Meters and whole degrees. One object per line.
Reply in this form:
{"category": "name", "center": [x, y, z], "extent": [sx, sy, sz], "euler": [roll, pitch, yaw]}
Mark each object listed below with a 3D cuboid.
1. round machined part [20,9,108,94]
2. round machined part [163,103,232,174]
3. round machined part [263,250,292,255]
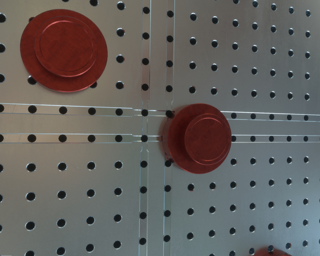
{"category": "round machined part", "center": [-0.110, -0.091, 0.363], "extent": [0.099, 0.042, 0.097], "euler": [0, 90, -20]}
{"category": "round machined part", "center": [0.057, 0.015, 0.424], "extent": [0.099, 0.042, 0.097], "euler": [0, 90, -20]}
{"category": "round machined part", "center": [0.188, 0.243, 0.473], "extent": [0.099, 0.042, 0.097], "euler": [0, 90, -20]}
